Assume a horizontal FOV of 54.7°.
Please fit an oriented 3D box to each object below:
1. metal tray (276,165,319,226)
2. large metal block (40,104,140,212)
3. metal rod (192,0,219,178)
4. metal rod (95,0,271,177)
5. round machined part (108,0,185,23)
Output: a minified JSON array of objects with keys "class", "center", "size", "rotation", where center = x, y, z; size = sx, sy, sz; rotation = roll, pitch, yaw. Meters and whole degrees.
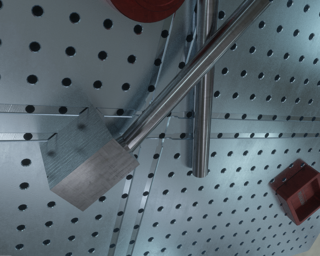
[{"class":"metal tray","center":[0.311,0.149,0.674],"size":[0.090,0.030,0.130],"rotation":[-39,130,-2]},{"class":"large metal block","center":[-0.082,0.031,0.351],"size":[0.080,0.080,0.050],"rotation":[-40,130,-2]},{"class":"metal rod","center":[0.058,-0.054,0.411],"size":[0.025,0.025,0.298],"rotation":[-16,125,-20]},{"class":"metal rod","center":[0.013,-0.037,0.374],"size":[0.299,0.025,0.025],"rotation":[-47,130,13]},{"class":"round machined part","center":[-0.009,-0.152,0.302],"size":[0.099,0.042,0.097],"rotation":[-14,125,-21]}]
